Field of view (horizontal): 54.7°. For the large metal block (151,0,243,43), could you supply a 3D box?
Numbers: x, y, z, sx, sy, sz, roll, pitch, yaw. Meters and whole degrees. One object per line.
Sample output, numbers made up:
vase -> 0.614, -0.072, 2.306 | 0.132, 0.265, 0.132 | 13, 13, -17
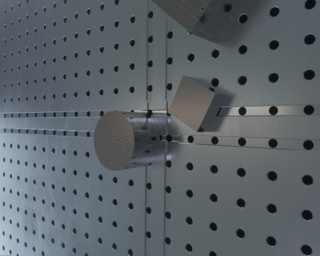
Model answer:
large metal block -> 0.047, -0.158, 0.355 | 0.080, 0.050, 0.080 | 49, 119, 28

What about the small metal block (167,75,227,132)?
small metal block -> 0.043, -0.029, 0.374 | 0.050, 0.025, 0.050 | 36, 112, 34

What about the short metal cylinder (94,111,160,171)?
short metal cylinder -> -0.047, 0.017, 0.432 | 0.080, 0.050, 0.079 | 0, 90, 40
